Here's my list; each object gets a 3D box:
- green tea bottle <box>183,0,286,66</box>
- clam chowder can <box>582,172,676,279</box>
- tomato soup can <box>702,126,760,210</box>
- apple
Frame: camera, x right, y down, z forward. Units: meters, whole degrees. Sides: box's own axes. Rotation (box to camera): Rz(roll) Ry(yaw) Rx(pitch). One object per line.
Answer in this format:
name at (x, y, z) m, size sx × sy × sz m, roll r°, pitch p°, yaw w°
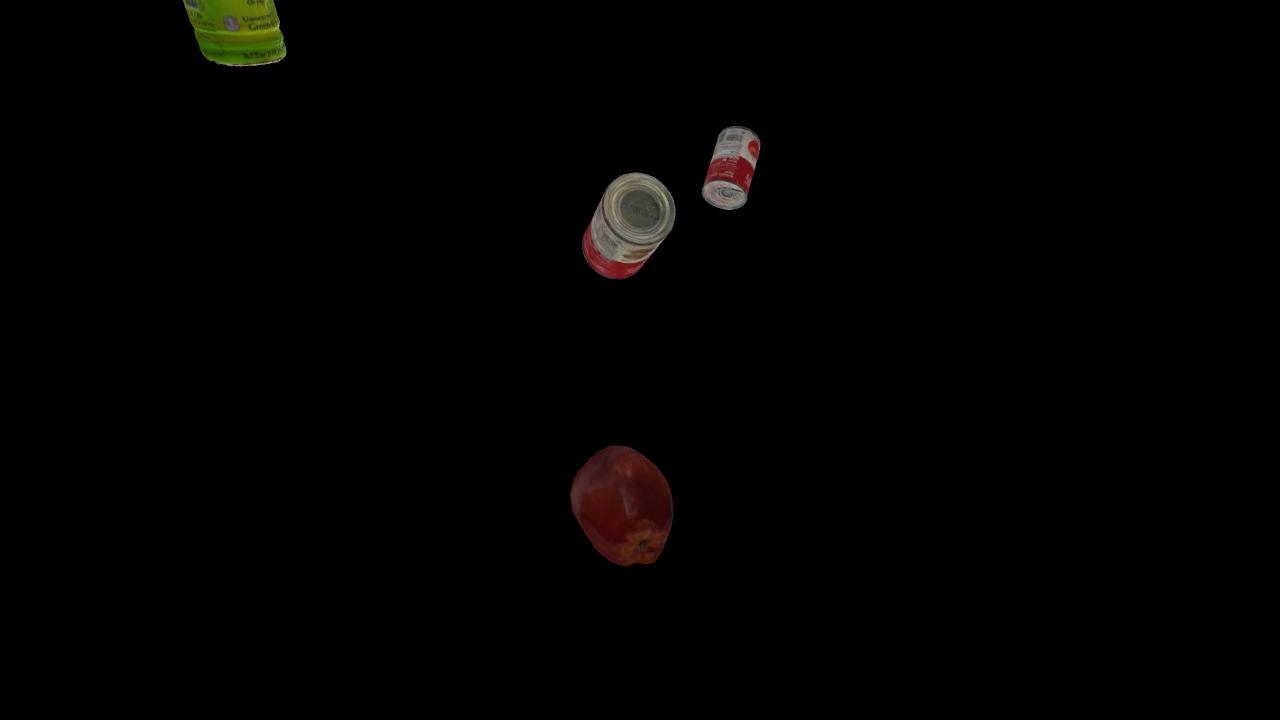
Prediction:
green tea bottle at (-0.356, -0.360, 0.503) m, size 0.073 × 0.212 × 0.073 m, roll 3°, pitch 41°, yaw -3°
clam chowder can at (-0.013, -0.122, 0.572) m, size 0.068 × 0.068 × 0.102 m, roll 0°, pitch -10°, yaw -14°
tomato soup can at (0.135, -0.283, 0.908) m, size 0.068 × 0.101 × 0.068 m, roll 15°, pitch -19°, yaw 5°
apple at (-0.012, 0.108, 0.466) m, size 0.079 × 0.079 × 0.093 m, roll 0°, pitch 28°, yaw -17°
